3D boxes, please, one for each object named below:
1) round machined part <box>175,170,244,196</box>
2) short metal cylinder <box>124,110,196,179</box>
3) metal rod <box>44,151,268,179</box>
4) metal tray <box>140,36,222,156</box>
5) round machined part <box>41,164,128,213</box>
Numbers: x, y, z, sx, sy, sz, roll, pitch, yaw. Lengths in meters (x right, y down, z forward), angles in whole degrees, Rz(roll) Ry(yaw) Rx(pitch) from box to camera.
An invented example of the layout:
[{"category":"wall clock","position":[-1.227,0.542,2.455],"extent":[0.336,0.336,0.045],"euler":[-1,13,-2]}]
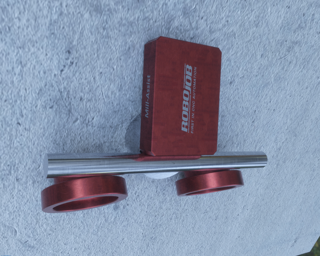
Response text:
[{"category":"round machined part","position":[0.071,0.072,0.460],"extent":[0.099,0.042,0.098],"euler":[-8,163,-2]},{"category":"short metal cylinder","position":[0.000,0.019,0.406],"extent":[0.081,0.050,0.079],"euler":[-14,125,-21]},{"category":"metal rod","position":[0.018,0.042,0.382],"extent":[0.303,0.025,0.025],"euler":[2,118,-30]},{"category":"metal tray","position":[0.026,-0.034,0.365],"extent":[0.091,0.030,0.129],"euler":[2,91,-30]},{"category":"round machined part","position":[-0.091,0.070,0.371],"extent":[0.099,0.042,0.098],"euler":[-11,160,-4]}]
